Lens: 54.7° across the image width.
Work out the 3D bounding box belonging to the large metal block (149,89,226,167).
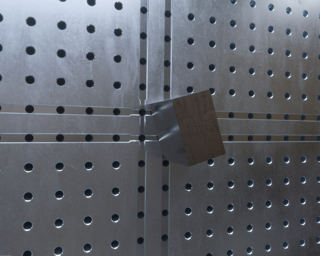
[{"bbox_3d":[0.032,-0.001,0.396,0.050,0.080,0.080,-17,96,-20],"label":"large metal block"}]
